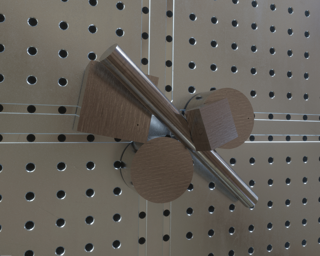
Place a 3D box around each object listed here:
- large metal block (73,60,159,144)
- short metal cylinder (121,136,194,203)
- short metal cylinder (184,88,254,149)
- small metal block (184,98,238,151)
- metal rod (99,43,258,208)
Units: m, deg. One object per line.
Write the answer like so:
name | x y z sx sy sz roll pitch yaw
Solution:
large metal block | -0.054 -0.028 0.374 0.081 0.050 0.080 12 86 -20
short metal cylinder | -0.005 0.050 0.394 0.081 0.050 0.079 0 90 -20
short metal cylinder | 0.080 -0.013 0.425 0.081 0.050 0.079 0 90 -20
small metal block | 0.062 -0.004 0.371 0.050 0.025 0.050 -22 98 -37
metal rod | 0.041 0.015 0.387 0.300 0.025 0.025 45 76 -29
